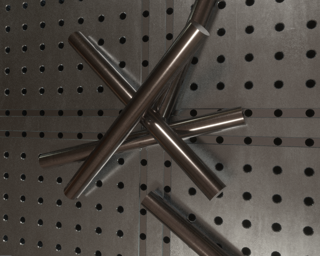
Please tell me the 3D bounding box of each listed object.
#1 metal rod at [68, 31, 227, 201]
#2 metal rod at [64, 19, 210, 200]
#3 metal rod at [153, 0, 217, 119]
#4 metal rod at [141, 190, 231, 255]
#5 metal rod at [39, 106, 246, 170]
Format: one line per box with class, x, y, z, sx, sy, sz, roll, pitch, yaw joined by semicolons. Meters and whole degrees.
metal rod;-0.029;-0.029;0.401;0.025;0.025;0.300;-48;68;13
metal rod;-0.045;-0.003;0.383;0.025;0.025;0.298;49;121;13
metal rod;0.055;-0.154;0.392;0.025;0.025;0.298;24;98;18
metal rod;0.097;0.182;0.377;0.300;0.025;0.025;38;102;15
metal rod;-0.037;0.018;0.424;0.301;0.025;0.025;-13;86;19
